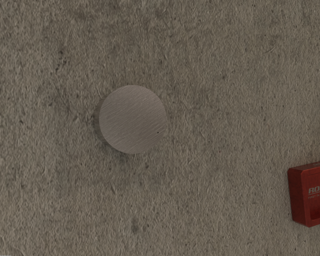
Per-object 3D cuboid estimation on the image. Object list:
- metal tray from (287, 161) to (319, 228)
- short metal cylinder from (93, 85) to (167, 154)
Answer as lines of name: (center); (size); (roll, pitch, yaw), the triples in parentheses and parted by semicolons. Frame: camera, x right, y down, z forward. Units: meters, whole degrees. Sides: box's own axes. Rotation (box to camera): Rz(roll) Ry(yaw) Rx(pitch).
metal tray: (0.275, 0.101, 0.507); (0.131, 0.030, 0.089); (-8, 93, -20)
short metal cylinder: (-0.039, -0.010, 0.381); (0.081, 0.050, 0.079); (0, 90, -20)
